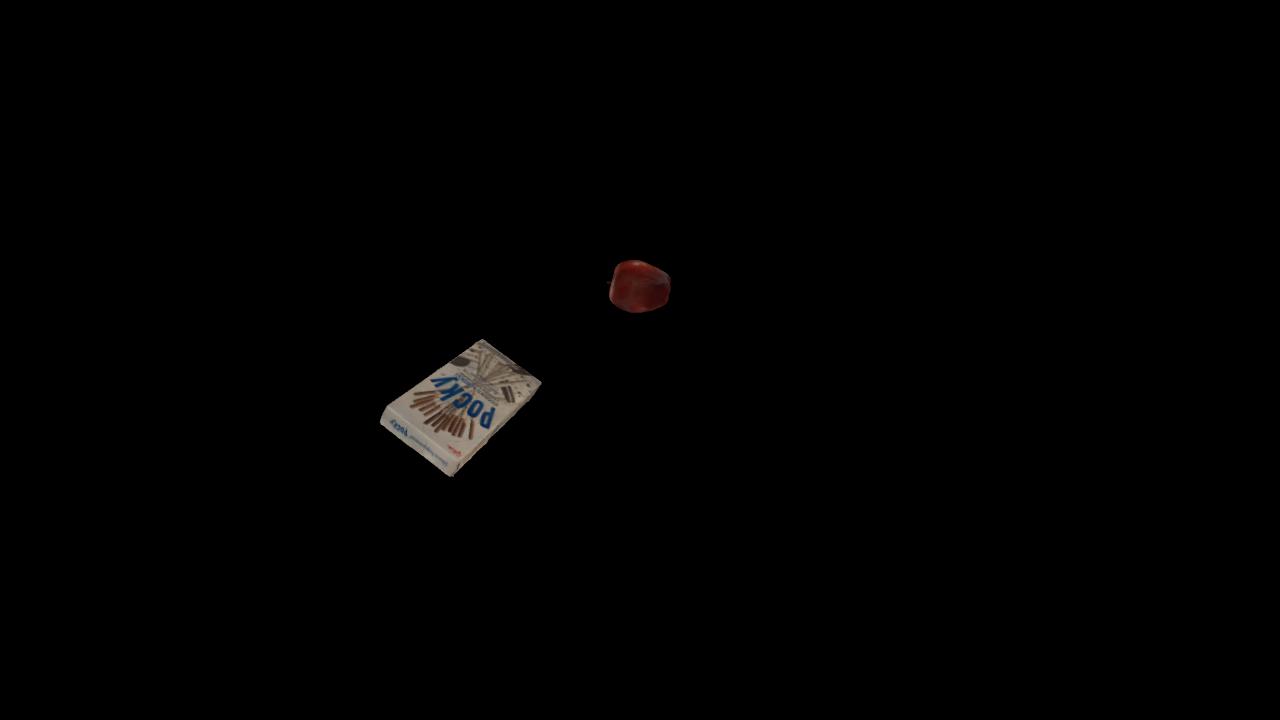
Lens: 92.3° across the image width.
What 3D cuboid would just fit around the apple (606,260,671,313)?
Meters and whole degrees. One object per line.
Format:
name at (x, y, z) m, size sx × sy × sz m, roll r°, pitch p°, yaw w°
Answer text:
apple at (-0.003, -0.105, 0.899) m, size 0.093 × 0.079 × 0.079 m, roll 9°, pitch -1°, yaw -4°

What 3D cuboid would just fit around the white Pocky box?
white Pocky box at (-0.168, 0.040, 0.600) m, size 0.084 × 0.028 × 0.154 m, roll 37°, pitch 32°, yaw 1°
